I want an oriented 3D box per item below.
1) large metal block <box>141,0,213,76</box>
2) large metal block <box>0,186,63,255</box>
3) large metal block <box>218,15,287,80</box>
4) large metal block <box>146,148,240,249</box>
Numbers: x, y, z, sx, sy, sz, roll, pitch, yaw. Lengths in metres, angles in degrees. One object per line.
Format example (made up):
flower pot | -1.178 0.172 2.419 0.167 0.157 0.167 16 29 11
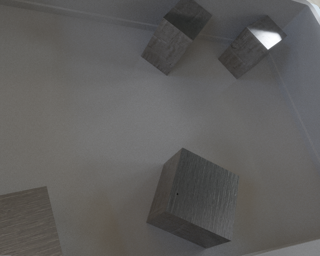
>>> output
large metal block | 0.025 -0.139 0.468 0.050 0.080 0.080 37 51 -4
large metal block | -0.131 0.102 0.255 0.081 0.050 0.080 -7 65 -35
large metal block | 0.162 -0.141 0.543 0.050 0.080 0.081 49 51 6
large metal block | 0.040 0.082 0.361 0.080 0.050 0.080 27 52 -11
